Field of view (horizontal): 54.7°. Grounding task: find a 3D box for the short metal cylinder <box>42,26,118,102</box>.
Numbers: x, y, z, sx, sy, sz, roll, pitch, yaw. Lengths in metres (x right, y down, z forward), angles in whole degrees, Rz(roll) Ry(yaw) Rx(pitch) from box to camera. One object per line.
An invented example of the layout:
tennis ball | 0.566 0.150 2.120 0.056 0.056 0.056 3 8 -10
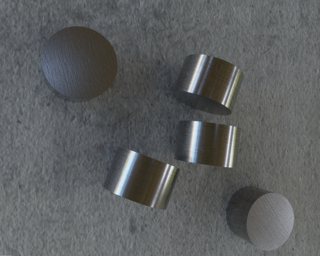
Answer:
short metal cylinder | -0.095 -0.071 0.361 0.081 0.050 0.079 0 90 -21

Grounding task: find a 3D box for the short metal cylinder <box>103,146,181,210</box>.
short metal cylinder | -0.022 0.059 0.373 0.080 0.080 0.050 23 83 -19

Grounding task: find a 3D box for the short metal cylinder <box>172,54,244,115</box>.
short metal cylinder | 0.062 -0.054 0.404 0.080 0.080 0.050 23 83 -19

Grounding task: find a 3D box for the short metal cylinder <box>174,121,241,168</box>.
short metal cylinder | 0.062 0.021 0.404 0.081 0.080 0.050 8 87 -20

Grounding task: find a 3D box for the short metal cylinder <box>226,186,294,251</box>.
short metal cylinder | 0.145 0.129 0.451 0.081 0.050 0.079 0 90 -21
